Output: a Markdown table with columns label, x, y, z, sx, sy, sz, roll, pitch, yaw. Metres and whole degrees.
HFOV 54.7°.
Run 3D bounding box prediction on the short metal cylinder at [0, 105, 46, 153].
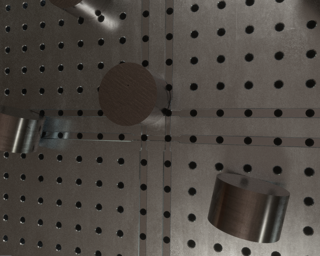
| label | x | y | z | sx | sy | sz | roll | pitch | yaw |
| --- | --- | --- | --- | --- | --- | --- | --- | --- | --- |
| short metal cylinder | -0.216 | 0.001 | 0.458 | 0.080 | 0.080 | 0.050 | 18 | 96 | 18 |

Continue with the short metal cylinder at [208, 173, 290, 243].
| label | x | y | z | sx | sy | sz | roll | pitch | yaw |
| --- | --- | --- | --- | --- | --- | --- | --- | --- | --- |
| short metal cylinder | 0.099 | 0.087 | 0.348 | 0.080 | 0.080 | 0.050 | 13 | 94 | 19 |

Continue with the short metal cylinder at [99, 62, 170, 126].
| label | x | y | z | sx | sy | sz | roll | pitch | yaw |
| --- | --- | --- | --- | --- | --- | --- | --- | --- | --- |
| short metal cylinder | -0.033 | -0.042 | 0.410 | 0.080 | 0.050 | 0.079 | 0 | 90 | 19 |

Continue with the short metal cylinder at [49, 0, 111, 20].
| label | x | y | z | sx | sy | sz | roll | pitch | yaw |
| --- | --- | --- | --- | --- | --- | --- | --- | --- | --- |
| short metal cylinder | -0.115 | -0.201 | 0.438 | 0.080 | 0.050 | 0.079 | 0 | 90 | 19 |
